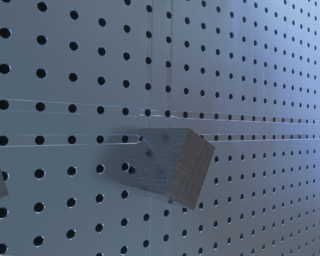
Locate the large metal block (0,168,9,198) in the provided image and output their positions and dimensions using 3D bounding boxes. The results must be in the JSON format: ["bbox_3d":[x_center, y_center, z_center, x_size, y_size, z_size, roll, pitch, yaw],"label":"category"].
[{"bbox_3d":[-0.172,0.036,0.229,0.081,0.080,0.050,-20,103,-38],"label":"large metal block"}]

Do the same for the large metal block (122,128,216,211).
[{"bbox_3d":[0.010,0.047,0.381,0.050,0.080,0.080,35,69,-35],"label":"large metal block"}]
